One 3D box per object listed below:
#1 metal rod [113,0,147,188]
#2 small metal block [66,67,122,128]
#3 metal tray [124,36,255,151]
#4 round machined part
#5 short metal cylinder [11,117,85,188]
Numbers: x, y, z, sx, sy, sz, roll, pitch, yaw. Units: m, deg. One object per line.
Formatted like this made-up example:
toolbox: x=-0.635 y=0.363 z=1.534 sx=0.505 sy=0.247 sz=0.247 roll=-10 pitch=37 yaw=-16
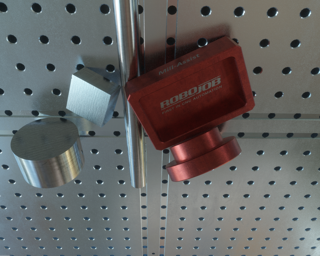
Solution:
metal rod: x=-0.034 y=-0.029 z=0.386 sx=0.025 sy=0.025 sz=0.298 roll=0 pitch=130 yaw=0
small metal block: x=-0.079 y=-0.036 z=0.368 sx=0.050 sy=0.025 sz=0.050 roll=29 pitch=128 yaw=6
metal tray: x=0.037 y=-0.037 z=0.359 sx=0.130 sy=0.030 sz=0.090 roll=-25 pitch=128 yaw=3
round machined part: x=0.051 y=0.030 z=0.403 sx=0.098 sy=0.098 sz=0.042 roll=-25 pitch=89 yaw=19
short metal cylinder: x=-0.142 y=0.030 z=0.399 sx=0.081 sy=0.080 sz=0.050 roll=0 pitch=130 yaw=0
